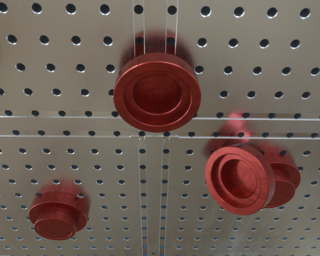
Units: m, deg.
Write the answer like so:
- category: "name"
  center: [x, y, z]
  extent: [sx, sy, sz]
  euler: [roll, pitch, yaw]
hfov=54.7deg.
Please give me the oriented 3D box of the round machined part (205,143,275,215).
- category: "round machined part"
  center: [0.116, 0.069, 0.438]
  extent: [0.042, 0.098, 0.097]
  euler: [-13, 145, -45]

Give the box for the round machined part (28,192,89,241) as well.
- category: "round machined part"
  center: [-0.175, 0.157, 0.532]
  extent: [0.099, 0.042, 0.097]
  euler: [-1, 130, 0]

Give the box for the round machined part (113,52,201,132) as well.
- category: "round machined part"
  center: [-0.003, -0.045, 0.363]
  extent: [0.099, 0.042, 0.097]
  euler: [-1, 130, 0]

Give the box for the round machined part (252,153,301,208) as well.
- category: "round machined part"
  center: [0.167, 0.087, 0.477]
  extent: [0.099, 0.042, 0.097]
  euler: [-1, 130, 0]
